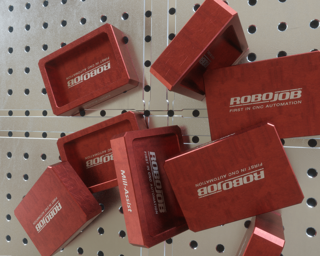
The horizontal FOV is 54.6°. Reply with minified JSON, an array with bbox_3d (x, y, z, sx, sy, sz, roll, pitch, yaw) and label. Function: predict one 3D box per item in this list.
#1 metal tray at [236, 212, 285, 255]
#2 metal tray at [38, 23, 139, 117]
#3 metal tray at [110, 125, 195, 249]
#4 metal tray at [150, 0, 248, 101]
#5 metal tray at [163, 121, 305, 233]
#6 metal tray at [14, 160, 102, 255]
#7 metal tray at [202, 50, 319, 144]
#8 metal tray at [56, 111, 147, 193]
[{"bbox_3d":[0.096,0.161,0.343,0.030,0.090,0.129,23,98,18],"label":"metal tray"},{"bbox_3d":[-0.105,-0.080,0.447,0.130,0.030,0.090,-21,83,18],"label":"metal tray"},{"bbox_3d":[-0.004,0.066,0.378,0.030,0.091,0.129,-15,84,48],"label":"metal tray"},{"bbox_3d":[0.050,-0.077,0.339,0.030,0.130,0.090,45,104,15],"label":"metal tray"},{"bbox_3d":[0.080,0.056,0.352,0.130,0.030,0.090,-22,90,19],"label":"metal tray"},{"bbox_3d":[-0.150,0.119,0.445,0.090,0.030,0.129,51,120,11],"label":"metal tray"},{"bbox_3d":[0.122,-0.032,0.361,0.130,0.030,0.090,-7,94,18],"label":"metal tray"},{"bbox_3d":[-0.075,0.039,0.436,0.130,0.030,0.090,-20,83,19],"label":"metal tray"}]
